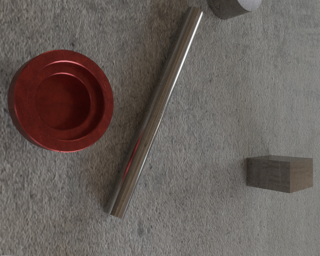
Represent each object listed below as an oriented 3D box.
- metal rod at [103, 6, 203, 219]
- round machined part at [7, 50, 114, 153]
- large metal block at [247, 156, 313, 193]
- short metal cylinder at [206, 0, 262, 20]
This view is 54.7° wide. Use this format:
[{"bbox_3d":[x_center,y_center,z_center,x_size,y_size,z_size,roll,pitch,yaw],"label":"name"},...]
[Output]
[{"bbox_3d":[-0.002,-0.032,0.402,0.025,0.025,0.299,34,69,-35],"label":"metal rod"},{"bbox_3d":[-0.100,-0.025,0.310,0.099,0.042,0.097,0,90,-40],"label":"round machined part"},{"bbox_3d":[0.211,0.078,0.545,0.081,0.080,0.050,0,91,-40],"label":"large metal block"},{"bbox_3d":[0.116,-0.217,0.485,0.081,0.050,0.080,0,90,-40],"label":"short metal cylinder"}]
